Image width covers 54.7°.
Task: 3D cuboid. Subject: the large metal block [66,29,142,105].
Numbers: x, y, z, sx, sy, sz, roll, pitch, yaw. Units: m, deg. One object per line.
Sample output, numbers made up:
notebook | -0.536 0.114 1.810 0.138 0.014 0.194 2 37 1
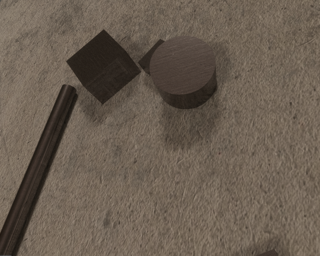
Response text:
large metal block | -0.090 -0.098 0.493 0.080 0.050 0.080 -41 51 0

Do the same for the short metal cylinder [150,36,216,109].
short metal cylinder | 0.031 -0.070 0.399 0.080 0.050 0.080 -3 72 10

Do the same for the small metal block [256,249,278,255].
small metal block | 0.089 0.141 0.270 0.050 0.025 0.050 -27 53 11

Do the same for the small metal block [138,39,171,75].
small metal block | 0.004 -0.099 0.461 0.050 0.025 0.050 -48 52 -6

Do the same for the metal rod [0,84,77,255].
metal rod | -0.184 0.065 0.458 0.025 0.025 0.300 -1 61 27
